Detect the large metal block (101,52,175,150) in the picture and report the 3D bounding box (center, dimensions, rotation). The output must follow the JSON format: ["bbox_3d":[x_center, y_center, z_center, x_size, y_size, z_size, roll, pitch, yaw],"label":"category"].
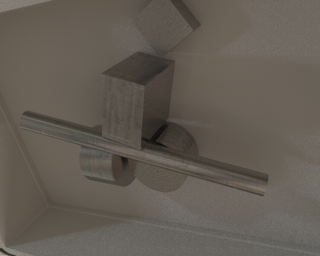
[{"bbox_3d":[-0.025,-0.035,0.363,0.050,0.080,0.079,18,125,17],"label":"large metal block"}]

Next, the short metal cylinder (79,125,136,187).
[{"bbox_3d":[-0.065,0.037,0.429,0.050,0.080,0.079,6,121,25],"label":"short metal cylinder"}]

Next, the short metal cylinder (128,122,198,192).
[{"bbox_3d":[0.005,0.038,0.412,0.080,0.050,0.079,13,124,20],"label":"short metal cylinder"}]

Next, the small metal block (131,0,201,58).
[{"bbox_3d":[0.007,-0.113,0.334,0.050,0.025,0.050,-33,100,38],"label":"small metal block"}]

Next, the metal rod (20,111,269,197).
[{"bbox_3d":[-0.029,0.026,0.367,0.301,0.025,0.025,14,125,12],"label":"metal rod"}]
